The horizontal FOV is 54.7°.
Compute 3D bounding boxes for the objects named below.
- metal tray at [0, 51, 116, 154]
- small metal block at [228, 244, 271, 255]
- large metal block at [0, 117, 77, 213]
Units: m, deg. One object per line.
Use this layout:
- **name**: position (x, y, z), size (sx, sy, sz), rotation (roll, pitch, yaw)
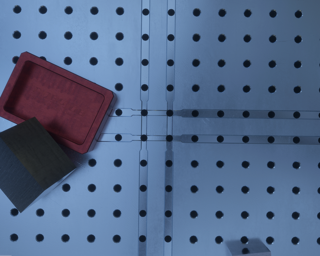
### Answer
- **metal tray**: position (-0.135, -0.032, 0.409), size (0.131, 0.030, 0.090), rotation (25, 90, 0)
- **small metal block**: position (0.121, 0.188, 0.414), size (0.050, 0.025, 0.050), rotation (-6, 90, 0)
- **large metal block**: position (-0.162, 0.046, 0.380), size (0.080, 0.050, 0.080), rotation (51, 129, 0)
